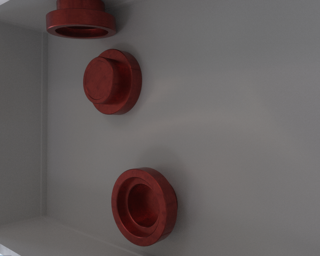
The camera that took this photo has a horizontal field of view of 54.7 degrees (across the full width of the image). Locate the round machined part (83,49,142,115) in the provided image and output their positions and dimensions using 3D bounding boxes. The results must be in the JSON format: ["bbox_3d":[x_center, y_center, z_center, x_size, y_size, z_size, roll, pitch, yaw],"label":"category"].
[{"bbox_3d":[-0.076,-0.069,0.459,0.098,0.042,0.097,0,90,40],"label":"round machined part"}]

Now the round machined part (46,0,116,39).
[{"bbox_3d":[-0.114,-0.161,0.453,0.098,0.099,0.042,3,96,40],"label":"round machined part"}]

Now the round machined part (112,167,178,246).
[{"bbox_3d":[-0.016,0.101,0.409,0.098,0.042,0.097,0,90,40],"label":"round machined part"}]
